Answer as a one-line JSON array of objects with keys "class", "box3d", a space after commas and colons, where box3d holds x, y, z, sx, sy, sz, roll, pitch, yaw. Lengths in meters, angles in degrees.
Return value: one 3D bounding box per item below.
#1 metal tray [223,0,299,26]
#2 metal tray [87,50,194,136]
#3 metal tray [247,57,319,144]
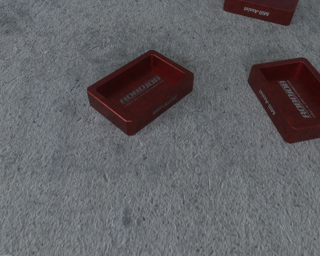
[{"class": "metal tray", "box3d": [0.203, -0.252, 0.613, 0.130, 0.030, 0.090, 20, 53, 16]}, {"class": "metal tray", "box3d": [-0.026, -0.056, 0.446, 0.090, 0.030, 0.131, 37, 59, 26]}, {"class": "metal tray", "box3d": [0.193, -0.044, 0.437, 0.091, 0.030, 0.130, -10, 51, -9]}]
